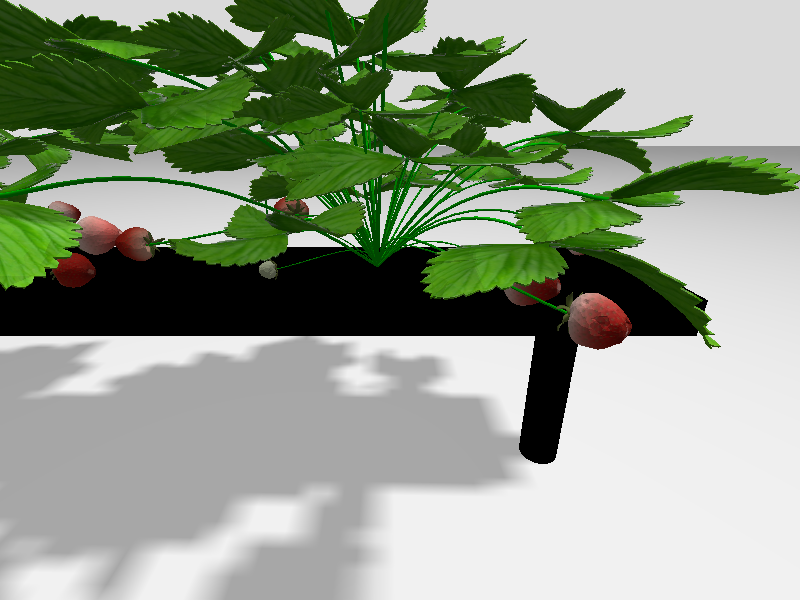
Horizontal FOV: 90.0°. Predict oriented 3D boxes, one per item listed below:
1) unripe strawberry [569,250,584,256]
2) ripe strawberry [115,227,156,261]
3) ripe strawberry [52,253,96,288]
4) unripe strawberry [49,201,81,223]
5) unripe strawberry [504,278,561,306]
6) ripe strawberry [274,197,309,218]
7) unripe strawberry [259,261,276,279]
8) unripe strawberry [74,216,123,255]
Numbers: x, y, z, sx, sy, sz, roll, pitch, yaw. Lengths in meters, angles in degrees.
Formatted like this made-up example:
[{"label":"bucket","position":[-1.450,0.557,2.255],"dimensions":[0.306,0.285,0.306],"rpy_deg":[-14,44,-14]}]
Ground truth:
[{"label":"unripe strawberry","position":[0.181,-0.055,0.401],"dimensions":[0.022,0.021,0.020],"rpy_deg":[5,21,-14]},{"label":"ripe strawberry","position":[-0.254,-0.053,0.381],"dimensions":[0.033,0.033,0.031],"rpy_deg":[2,23,5]},{"label":"ripe strawberry","position":[-0.255,-0.023,0.316],"dimensions":[0.028,0.027,0.026],"rpy_deg":[6,23,12]},{"label":"unripe strawberry","position":[-0.431,-0.111,0.518],"dimensions":[0.032,0.034,0.035],"rpy_deg":[5,23,12]},{"label":"unripe strawberry","position":[0.093,-0.013,0.281],"dimensions":[0.038,0.037,0.035],"rpy_deg":[17,28,34]},{"label":"ripe strawberry","position":[-0.138,-0.111,0.505],"dimensions":[0.044,0.039,0.040],"rpy_deg":[-16,27,-33]},{"label":"unripe strawberry","position":[-0.111,-0.025,0.334],"dimensions":[0.014,0.015,0.013],"rpy_deg":[-9,24,-18]},{"label":"unripe strawberry","position":[-0.303,-0.065,0.404],"dimensions":[0.039,0.038,0.036],"rpy_deg":[-6,23,-15]}]
